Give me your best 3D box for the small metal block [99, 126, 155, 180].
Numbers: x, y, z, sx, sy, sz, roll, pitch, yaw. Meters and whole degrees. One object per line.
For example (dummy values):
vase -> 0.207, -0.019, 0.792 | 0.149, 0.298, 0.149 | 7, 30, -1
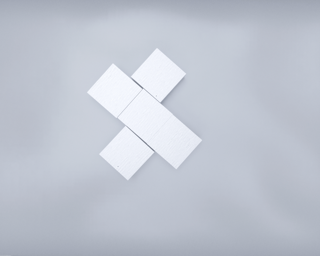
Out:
small metal block -> -0.042, 0.032, 0.409 | 0.050, 0.025, 0.050 | 43, 91, 0

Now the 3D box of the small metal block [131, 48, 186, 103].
small metal block -> -0.002, -0.067, 0.409 | 0.050, 0.025, 0.050 | 42, 89, 0

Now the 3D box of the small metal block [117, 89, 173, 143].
small metal block -> -0.019, -0.015, 0.408 | 0.050, 0.025, 0.050 | 41, 90, 0

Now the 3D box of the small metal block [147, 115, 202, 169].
small metal block -> 0.019, 0.018, 0.409 | 0.050, 0.025, 0.050 | 41, 90, 0

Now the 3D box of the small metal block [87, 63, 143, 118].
small metal block -> -0.058, -0.048, 0.409 | 0.050, 0.025, 0.050 | 41, 90, 0
